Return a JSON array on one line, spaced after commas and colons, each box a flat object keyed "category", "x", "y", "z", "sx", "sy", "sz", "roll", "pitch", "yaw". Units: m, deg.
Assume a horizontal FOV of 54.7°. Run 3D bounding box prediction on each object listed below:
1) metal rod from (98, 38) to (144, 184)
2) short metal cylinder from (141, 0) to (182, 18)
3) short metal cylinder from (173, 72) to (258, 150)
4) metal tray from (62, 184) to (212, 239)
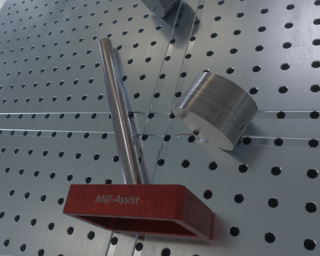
[{"category": "metal rod", "x": -0.063, "y": -0.034, "z": 0.462, "sx": 0.025, "sy": 0.025, "sz": 0.299, "roll": -26, "pitch": 53, "yaw": 12}, {"category": "short metal cylinder", "x": -0.003, "y": -0.234, "z": 0.518, "sx": 0.050, "sy": 0.080, "sz": 0.080, "roll": -45, "pitch": 51, "yaw": -3}, {"category": "short metal cylinder", "x": 0.062, "y": -0.018, "z": 0.352, "sx": 0.080, "sy": 0.080, "sz": 0.050, "roll": 28, "pitch": 77, "yaw": 37}, {"category": "metal tray", "x": -0.021, "y": 0.087, "z": 0.324, "sx": 0.130, "sy": 0.090, "sz": 0.030, "roll": -5, "pitch": 60, "yaw": 26}]
